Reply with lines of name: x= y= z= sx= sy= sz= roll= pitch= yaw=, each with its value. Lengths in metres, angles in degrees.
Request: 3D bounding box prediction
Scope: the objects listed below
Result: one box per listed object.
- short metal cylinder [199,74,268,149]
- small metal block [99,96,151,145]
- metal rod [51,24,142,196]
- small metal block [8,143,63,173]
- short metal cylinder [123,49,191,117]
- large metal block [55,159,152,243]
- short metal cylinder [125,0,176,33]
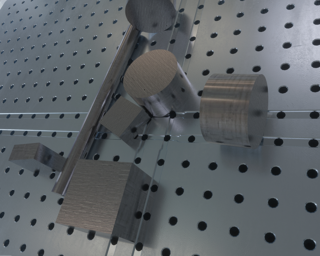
short metal cylinder: x=0.084 y=-0.019 z=0.341 sx=0.050 sy=0.080 sz=0.080 roll=7 pitch=65 yaw=31
small metal block: x=-0.051 y=-0.011 z=0.442 sx=0.050 sy=0.025 sz=0.050 roll=32 pitch=79 yaw=38
metal rod: x=-0.090 y=-0.040 z=0.479 sx=0.025 sy=0.025 sz=0.300 roll=6 pitch=64 yaw=31
small metal block: x=-0.184 y=0.045 z=0.461 sx=0.050 sy=0.050 sz=0.025 roll=-6 pitch=59 yaw=25
short metal cylinder: x=-0.004 y=-0.062 z=0.432 sx=0.080 sy=0.050 sz=0.080 roll=-13 pitch=56 yaw=21
large metal block: x=-0.066 y=0.086 z=0.374 sx=0.080 sy=0.050 sz=0.080 roll=0 pitch=62 yaw=28
short metal cylinder: x=-0.014 y=-0.203 z=0.505 sx=0.080 sy=0.080 sz=0.050 roll=-10 pitch=58 yaw=23
